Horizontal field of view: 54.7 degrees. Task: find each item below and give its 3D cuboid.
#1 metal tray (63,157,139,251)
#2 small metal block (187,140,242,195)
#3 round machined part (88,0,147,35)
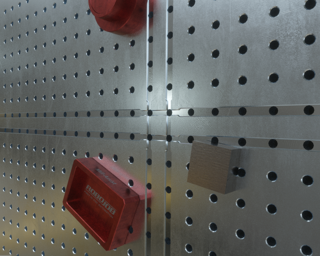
[{"bbox_3d":[-0.097,0.115,0.486,0.130,0.030,0.089,30,109,36],"label":"metal tray"},{"bbox_3d":[0.062,0.043,0.358,0.050,0.025,0.050,12,98,39],"label":"small metal block"},{"bbox_3d":[-0.068,-0.191,0.454,0.098,0.042,0.097,0,90,40],"label":"round machined part"}]
